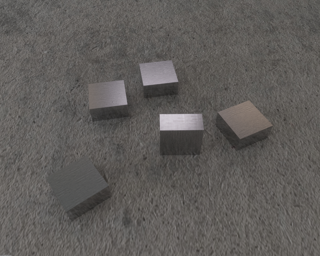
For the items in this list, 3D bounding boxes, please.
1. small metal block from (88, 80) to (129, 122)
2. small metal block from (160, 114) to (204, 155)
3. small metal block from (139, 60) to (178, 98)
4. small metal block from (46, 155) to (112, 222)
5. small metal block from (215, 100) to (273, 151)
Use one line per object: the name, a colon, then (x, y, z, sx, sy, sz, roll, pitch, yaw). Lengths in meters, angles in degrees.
small metal block: (-0.073, -0.039, 0.435, 0.050, 0.025, 0.050, -8, 51, -7)
small metal block: (0.025, 0.009, 0.380, 0.050, 0.050, 0.025, -1, 50, -1)
small metal block: (-0.003, -0.074, 0.465, 0.050, 0.025, 0.050, -7, 50, -6)
small metal block: (-0.090, 0.066, 0.347, 0.050, 0.025, 0.050, -30, 56, -23)
small metal block: (0.109, -0.004, 0.407, 0.050, 0.025, 0.050, -21, 53, -17)
